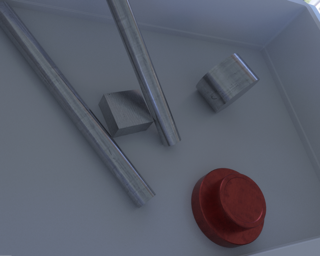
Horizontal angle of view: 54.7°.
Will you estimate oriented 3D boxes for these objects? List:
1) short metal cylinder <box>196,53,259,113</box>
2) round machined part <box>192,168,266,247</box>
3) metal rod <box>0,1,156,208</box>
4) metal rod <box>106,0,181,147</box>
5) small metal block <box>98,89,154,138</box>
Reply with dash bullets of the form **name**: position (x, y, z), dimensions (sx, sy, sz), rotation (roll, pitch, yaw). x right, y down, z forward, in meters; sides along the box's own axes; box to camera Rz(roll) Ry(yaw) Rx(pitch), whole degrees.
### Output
- **short metal cylinder**: position (0.102, -0.067, 0.468), dimensions (0.081, 0.080, 0.050), rotation (-30, 79, -38)
- **round machined part**: position (0.093, 0.095, 0.388), dimensions (0.099, 0.042, 0.098), rotation (14, 56, -21)
- **metal rod**: position (-0.107, -0.033, 0.368), dimensions (0.025, 0.025, 0.300), rotation (-33, 80, -38)
- **metal rod**: position (-0.037, -0.116, 0.374), dimensions (0.025, 0.025, 0.298), rotation (-32, 107, -38)
- **small metal block**: position (-0.043, -0.019, 0.395), dimensions (0.050, 0.025, 0.050), rotation (-13, 69, -34)
